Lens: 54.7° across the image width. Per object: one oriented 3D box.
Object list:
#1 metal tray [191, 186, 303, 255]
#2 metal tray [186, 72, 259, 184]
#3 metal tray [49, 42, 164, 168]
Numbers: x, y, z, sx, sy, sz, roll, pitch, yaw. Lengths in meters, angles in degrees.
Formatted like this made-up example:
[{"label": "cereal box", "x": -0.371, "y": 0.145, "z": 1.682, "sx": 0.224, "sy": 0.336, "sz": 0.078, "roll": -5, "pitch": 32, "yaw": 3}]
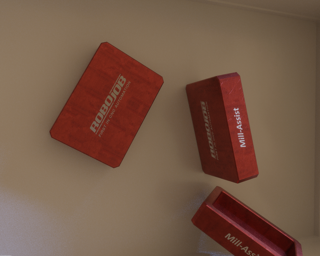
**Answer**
[{"label": "metal tray", "x": 0.110, "y": 0.131, "z": 0.385, "sx": 0.130, "sy": 0.090, "sz": 0.030, "roll": 34, "pitch": 104, "yaw": 16}, {"label": "metal tray", "x": 0.078, "y": 0.000, "z": 0.404, "sx": 0.030, "sy": 0.090, "sz": 0.129, "roll": -14, "pitch": 95, "yaw": -19}, {"label": "metal tray", "x": -0.064, "y": -0.027, "z": 0.384, "sx": 0.090, "sy": 0.030, "sz": 0.130, "roll": 30, "pitch": 80, "yaw": -18}]
